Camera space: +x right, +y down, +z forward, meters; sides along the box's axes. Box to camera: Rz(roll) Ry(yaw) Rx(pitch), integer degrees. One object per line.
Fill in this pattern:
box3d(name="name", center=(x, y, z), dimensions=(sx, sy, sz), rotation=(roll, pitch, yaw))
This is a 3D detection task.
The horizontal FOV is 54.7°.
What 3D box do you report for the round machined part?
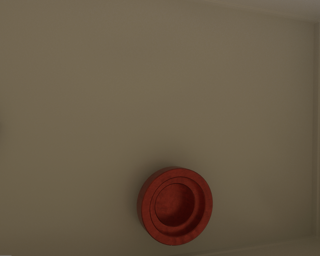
box3d(name="round machined part", center=(0.016, 0.099, 0.409), dimensions=(0.099, 0.042, 0.097), rotation=(0, 90, -21))
